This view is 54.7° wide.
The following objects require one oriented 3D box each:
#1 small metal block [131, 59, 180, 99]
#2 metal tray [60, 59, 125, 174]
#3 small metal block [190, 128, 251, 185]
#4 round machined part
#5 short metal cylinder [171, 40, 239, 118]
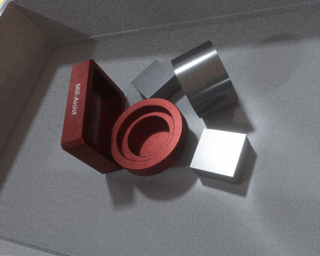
[{"bbox_3d":[-0.006,-0.064,0.444,0.050,0.025,0.050,-42,50,-1],"label":"small metal block"},{"bbox_3d":[-0.083,-0.015,0.413,0.030,0.090,0.130,-16,55,20],"label":"metal tray"},{"bbox_3d":[0.068,0.031,0.348,0.050,0.025,0.050,9,66,33],"label":"small metal block"},{"bbox_3d":[-0.010,0.015,0.386,0.098,0.042,0.098,-13,56,20],"label":"round machined part"},{"bbox_3d":[0.054,-0.058,0.375,0.050,0.080,0.080,-26,53,12],"label":"short metal cylinder"}]
